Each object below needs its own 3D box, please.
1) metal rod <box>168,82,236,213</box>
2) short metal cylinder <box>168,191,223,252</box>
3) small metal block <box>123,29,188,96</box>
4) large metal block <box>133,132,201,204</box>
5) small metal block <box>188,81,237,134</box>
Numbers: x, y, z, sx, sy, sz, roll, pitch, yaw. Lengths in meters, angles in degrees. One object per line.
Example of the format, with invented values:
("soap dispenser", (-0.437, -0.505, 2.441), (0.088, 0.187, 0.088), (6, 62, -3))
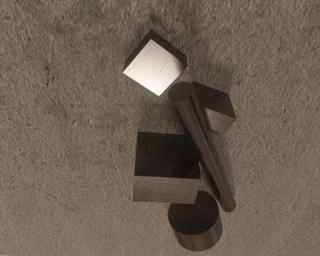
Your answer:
("metal rod", (0.067, 0.048, 0.406), (0.025, 0.025, 0.299), (-15, 142, 12))
("short metal cylinder", (0.058, 0.149, 0.499), (0.080, 0.080, 0.050), (-11, 129, 8))
("small metal block", (-0.005, -0.072, 0.346), (0.050, 0.025, 0.050), (31, 123, -24))
("large metal block", (0.007, 0.052, 0.416), (0.081, 0.080, 0.050), (4, 130, -4))
("small metal block", (0.058, -0.025, 0.371), (0.050, 0.050, 0.025), (18, 128, -15))
